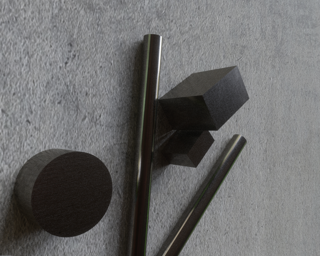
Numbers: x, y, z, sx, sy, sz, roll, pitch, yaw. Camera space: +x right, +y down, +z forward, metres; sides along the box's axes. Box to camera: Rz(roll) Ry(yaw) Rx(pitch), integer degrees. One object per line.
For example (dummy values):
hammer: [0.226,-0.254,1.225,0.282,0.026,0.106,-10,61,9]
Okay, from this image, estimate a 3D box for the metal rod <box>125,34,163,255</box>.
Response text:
metal rod: [-0.020,0.032,0.389,0.025,0.025,0.298,8,85,-40]

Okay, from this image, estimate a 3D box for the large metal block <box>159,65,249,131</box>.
large metal block: [0.060,-0.039,0.421,0.080,0.080,0.050,-40,115,-33]

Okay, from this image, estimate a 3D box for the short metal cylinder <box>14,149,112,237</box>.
short metal cylinder: [-0.096,0.062,0.310,0.081,0.050,0.079,0,90,-40]

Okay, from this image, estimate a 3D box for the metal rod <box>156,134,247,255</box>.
metal rod: [0.050,0.122,0.449,0.301,0.025,0.025,-51,120,-28]

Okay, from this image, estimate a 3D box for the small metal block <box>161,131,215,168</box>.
small metal block: [0.038,0.025,0.422,0.050,0.050,0.025,-51,120,-28]
